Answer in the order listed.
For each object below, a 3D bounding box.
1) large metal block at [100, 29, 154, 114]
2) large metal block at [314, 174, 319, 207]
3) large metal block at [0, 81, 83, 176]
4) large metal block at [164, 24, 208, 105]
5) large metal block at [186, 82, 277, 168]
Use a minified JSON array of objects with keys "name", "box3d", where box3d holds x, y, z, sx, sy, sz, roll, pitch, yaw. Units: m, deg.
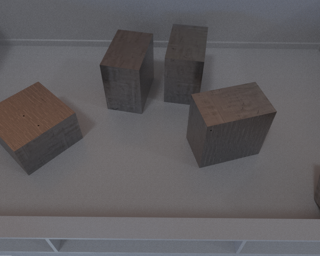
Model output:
[{"name":"large metal block","box3d":[-0.042,-0.079,0.435,0.050,0.080,0.080,9,51,7]},{"name":"large metal block","box3d":[0.215,0.074,0.308,0.080,0.050,0.080,3,19,2]},{"name":"large metal block","box3d":[-0.158,-0.002,0.388,0.080,0.050,0.080,36,59,26]},{"name":"large metal block","box3d":[0.037,-0.091,0.446,0.050,0.080,0.080,7,50,6]},{"name":"large metal block","box3d":[0.081,-0.003,0.373,0.081,0.080,0.050,-12,51,-10]}]
